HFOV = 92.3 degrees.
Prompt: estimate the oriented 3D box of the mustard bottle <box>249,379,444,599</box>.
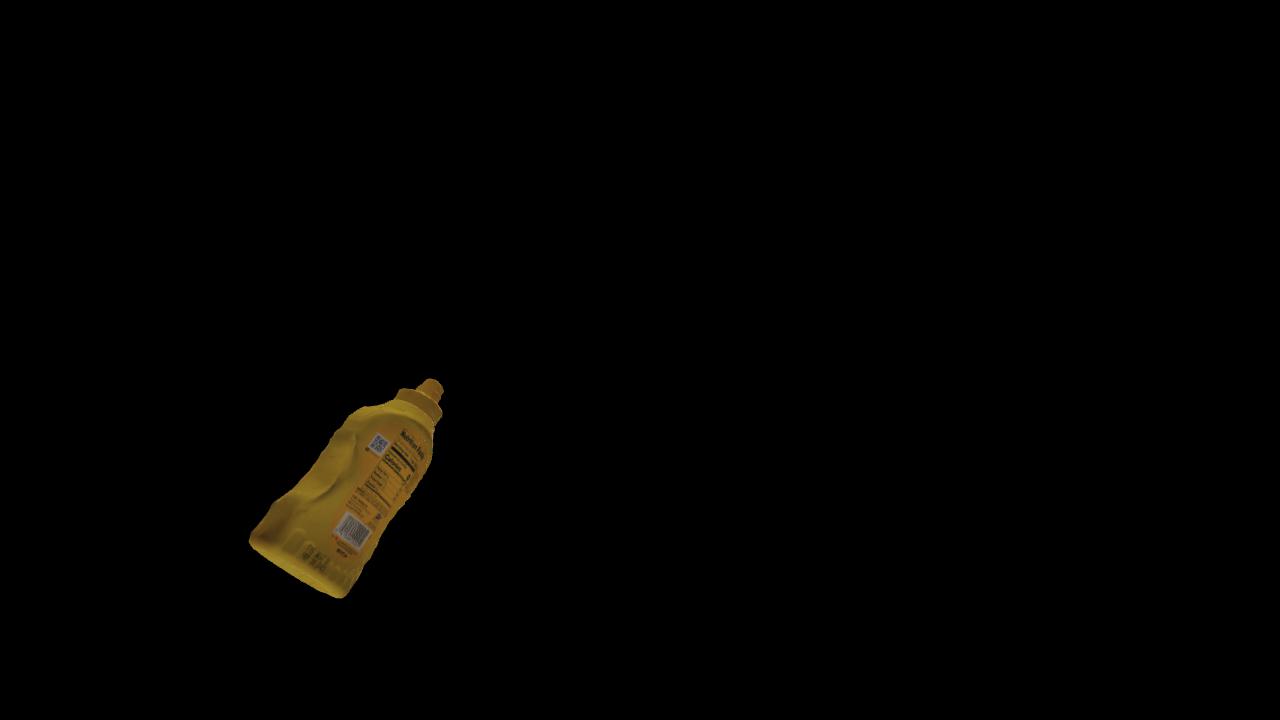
[{"bbox_3d":[-0.215,0.088,0.498,0.054,0.184,0.092,3,-41,29],"label":"mustard bottle"}]
